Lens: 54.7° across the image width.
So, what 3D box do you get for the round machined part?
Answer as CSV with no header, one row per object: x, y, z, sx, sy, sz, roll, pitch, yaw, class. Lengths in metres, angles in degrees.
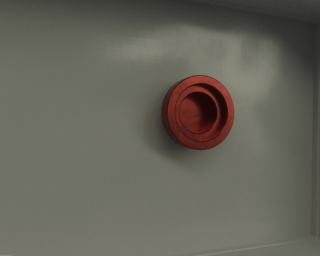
0.047,-0.020,0.420,0.099,0.042,0.097,0,90,-21,round machined part
